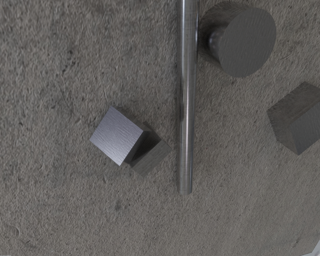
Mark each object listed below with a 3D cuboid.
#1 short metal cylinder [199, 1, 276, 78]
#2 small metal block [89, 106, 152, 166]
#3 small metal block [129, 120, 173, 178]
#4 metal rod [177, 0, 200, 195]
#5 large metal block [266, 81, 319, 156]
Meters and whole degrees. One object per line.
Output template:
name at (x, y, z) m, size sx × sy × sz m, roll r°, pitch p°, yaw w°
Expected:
short metal cylinder at (0.091, -0.107, 0.374) m, size 0.081 × 0.050 × 0.079 m, roll -14°, pitch 124°, yaw -21°
small metal block at (-0.047, 0.009, 0.367) m, size 0.050 × 0.050 × 0.025 m, roll -56°, pitch 163°, yaw 11°
small metal block at (-0.019, 0.026, 0.396) m, size 0.050 × 0.050 × 0.025 m, roll -44°, pitch 130°, yaw 2°
metal rod at (0.035, -0.029, 0.408) m, size 0.025 × 0.025 × 0.298 m, roll -15°, pitch 125°, yaw -20°
large metal block at (0.232, -0.015, 0.509) m, size 0.080 × 0.050 × 0.080 m, roll -38°, pitch 129°, yaw -3°
